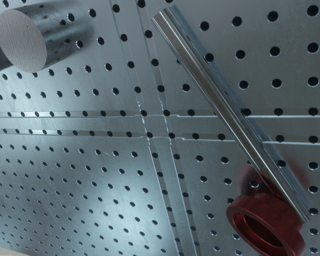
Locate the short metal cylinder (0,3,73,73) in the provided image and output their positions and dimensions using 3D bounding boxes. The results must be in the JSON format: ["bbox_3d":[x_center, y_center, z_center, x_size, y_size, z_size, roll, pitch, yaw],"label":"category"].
[{"bbox_3d":[-0.164,-0.119,0.408,0.080,0.050,0.079,13,124,21],"label":"short metal cylinder"}]

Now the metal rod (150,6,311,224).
[{"bbox_3d":[0.088,-0.006,0.361,0.025,0.025,0.299,-29,103,37],"label":"metal rod"}]

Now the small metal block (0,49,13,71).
[{"bbox_3d":[-0.248,-0.108,0.459,0.025,0.050,0.050,-13,112,33],"label":"small metal block"}]

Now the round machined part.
[{"bbox_3d":[0.135,0.120,0.386,0.098,0.042,0.098,39,156,22],"label":"round machined part"}]
